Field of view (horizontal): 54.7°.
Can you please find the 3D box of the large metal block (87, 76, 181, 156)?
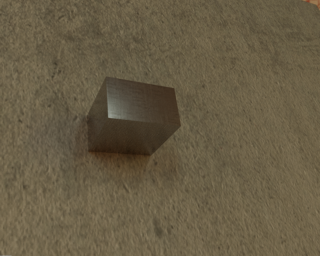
[{"bbox_3d":[-0.034,-0.009,0.357,0.081,0.080,0.050,6,59,-26],"label":"large metal block"}]
